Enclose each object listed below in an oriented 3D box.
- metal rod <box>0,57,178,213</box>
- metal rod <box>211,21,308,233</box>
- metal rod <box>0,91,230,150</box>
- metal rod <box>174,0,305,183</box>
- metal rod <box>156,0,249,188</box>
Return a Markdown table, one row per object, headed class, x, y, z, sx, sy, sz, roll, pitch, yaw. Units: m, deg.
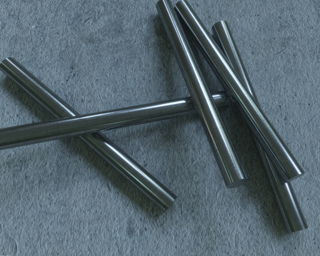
| class | x | y | z | sx | sy | sz | roll | pitch | yaw |
| --- | --- | --- | --- | --- | --- | --- | --- | --- | --- |
| metal rod | -0.101 | 0.002 | 0.406 | 0.300 | 0.025 | 0.025 | 38 | 75 | 13 |
| metal rod | 0.126 | -0.016 | 0.414 | 0.025 | 0.025 | 0.299 | -13 | 71 | -5 |
| metal rod | -0.055 | -0.011 | 0.390 | 0.302 | 0.025 | 0.025 | -11 | 70 | -13 |
| metal rod | 0.093 | -0.065 | 0.413 | 0.025 | 0.025 | 0.299 | -22 | 65 | -8 |
| metal rod | 0.044 | -0.065 | 0.404 | 0.025 | 0.025 | 0.299 | -14 | 60 | -5 |
